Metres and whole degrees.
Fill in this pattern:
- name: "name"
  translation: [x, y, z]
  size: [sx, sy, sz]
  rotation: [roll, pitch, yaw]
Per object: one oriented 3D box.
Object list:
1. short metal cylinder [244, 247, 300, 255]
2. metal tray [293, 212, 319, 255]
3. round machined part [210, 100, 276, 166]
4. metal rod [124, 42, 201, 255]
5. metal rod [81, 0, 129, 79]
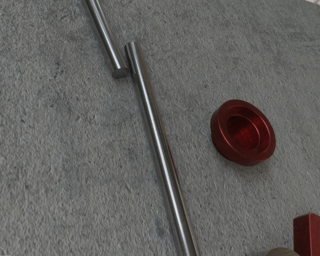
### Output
- name: "short metal cylinder"
  translation: [0.128, 0.180, 0.347]
  size: [0.081, 0.050, 0.080]
  rotation: [14, 56, -21]
- name: "metal tray"
  translation: [0.244, 0.182, 0.421]
  size: [0.131, 0.030, 0.090]
  rotation: [26, 53, -12]
- name: "round machined part"
  translation: [0.114, 0.011, 0.448]
  size: [0.099, 0.042, 0.098]
  rotation: [14, 56, -21]
- name: "metal rod"
  translation: [-0.003, 0.014, 0.393]
  size: [0.025, 0.025, 0.299]
  rotation: [-2, 62, -29]
- name: "metal rod"
  translation: [-0.111, -0.204, 0.468]
  size: [0.025, 0.025, 0.299]
  rotation: [-11, 67, -33]
